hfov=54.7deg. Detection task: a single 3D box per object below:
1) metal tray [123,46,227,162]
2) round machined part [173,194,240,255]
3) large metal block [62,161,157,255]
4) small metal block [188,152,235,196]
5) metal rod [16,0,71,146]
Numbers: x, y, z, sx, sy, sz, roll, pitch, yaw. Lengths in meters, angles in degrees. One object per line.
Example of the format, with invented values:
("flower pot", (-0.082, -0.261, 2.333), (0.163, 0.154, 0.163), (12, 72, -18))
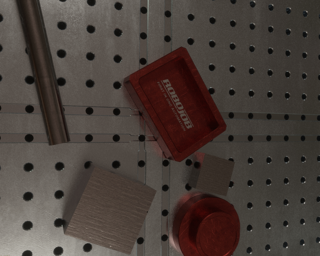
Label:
("metal tray", (0.022, -0.031, 0.419), (0.090, 0.030, 0.130), (-33, 101, -17))
("round machined part", (0.071, 0.145, 0.432), (0.099, 0.042, 0.097), (0, 90, -21))
("large metal block", (-0.062, 0.095, 0.377), (0.080, 0.050, 0.080), (26, 81, -19))
("small metal block", (0.073, 0.065, 0.441), (0.050, 0.025, 0.050), (18, 84, -20))
("metal rod", (-0.148, -0.128, 0.357), (0.025, 0.025, 0.298), (-13, 95, -20))
